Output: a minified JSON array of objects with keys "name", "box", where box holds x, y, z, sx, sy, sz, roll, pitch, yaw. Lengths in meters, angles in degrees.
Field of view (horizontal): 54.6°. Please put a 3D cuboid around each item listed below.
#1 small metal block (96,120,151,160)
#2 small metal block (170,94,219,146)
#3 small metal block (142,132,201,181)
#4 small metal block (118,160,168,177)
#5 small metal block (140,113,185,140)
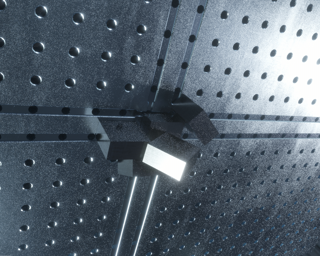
[{"name":"small metal block","box":[-0.046,0.014,0.378,0.050,0.050,0.025,2,118,-29]},{"name":"small metal block","box":[0.046,-0.011,0.412,0.025,0.050,0.050,-41,130,-1]},{"name":"small metal block","box":[0.015,0.033,0.377,0.050,0.050,0.025,-31,142,-59]},{"name":"small metal block","box":[-0.023,0.049,0.409,0.050,0.050,0.025,1,86,-29]},{"name":"small metal block","box":[0.000,0.008,0.415,0.050,0.025,0.050,1,118,-30]}]
